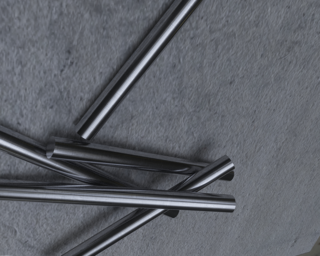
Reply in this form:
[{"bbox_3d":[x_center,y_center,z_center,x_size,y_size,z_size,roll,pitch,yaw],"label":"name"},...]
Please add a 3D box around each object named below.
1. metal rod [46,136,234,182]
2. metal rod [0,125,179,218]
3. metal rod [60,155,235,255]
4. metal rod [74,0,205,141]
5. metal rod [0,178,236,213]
[{"bbox_3d":[-0.002,0.049,0.428,0.302,0.025,0.025,14,111,-37],"label":"metal rod"},{"bbox_3d":[-0.076,0.070,0.409,0.301,0.025,0.025,33,99,-39],"label":"metal rod"},{"bbox_3d":[-0.027,0.126,0.438,0.301,0.025,0.025,-31,129,-5],"label":"metal rod"},{"bbox_3d":[0.005,-0.107,0.344,0.025,0.025,0.299,34,99,-39],"label":"metal rod"},{"bbox_3d":[-0.042,0.089,0.396,0.302,0.025,0.025,8,115,-17],"label":"metal rod"}]
